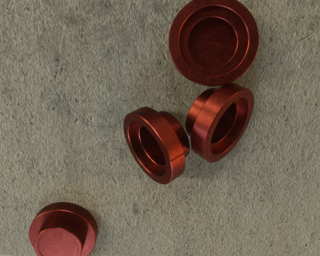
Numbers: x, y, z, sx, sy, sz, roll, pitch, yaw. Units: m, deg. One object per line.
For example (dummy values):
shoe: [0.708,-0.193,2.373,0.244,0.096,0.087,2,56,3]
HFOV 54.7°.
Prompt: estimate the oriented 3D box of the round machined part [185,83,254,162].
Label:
round machined part: [0.069,-0.010,0.379,0.042,0.099,0.097,32,113,33]

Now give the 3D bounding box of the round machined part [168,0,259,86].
round machined part: [0.059,-0.098,0.358,0.099,0.042,0.097,0,99,2]

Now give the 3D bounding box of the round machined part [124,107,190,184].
round machined part: [-0.001,0.018,0.388,0.042,0.098,0.097,-29,112,-28]

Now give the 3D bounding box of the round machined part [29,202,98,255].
round machined part: [-0.145,0.163,0.459,0.099,0.042,0.097,0,110,0]
